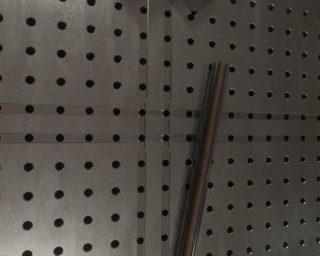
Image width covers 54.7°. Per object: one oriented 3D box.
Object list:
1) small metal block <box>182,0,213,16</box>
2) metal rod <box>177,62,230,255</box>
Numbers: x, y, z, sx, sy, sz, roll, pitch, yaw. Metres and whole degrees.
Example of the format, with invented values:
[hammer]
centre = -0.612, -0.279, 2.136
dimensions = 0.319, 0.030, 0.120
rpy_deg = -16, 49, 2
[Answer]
[small metal block]
centre = 0.054, -0.196, 0.433
dimensions = 0.050, 0.025, 0.050
rpy_deg = -44, 104, -15
[metal rod]
centre = 0.059, 0.055, 0.435
dimensions = 0.025, 0.025, 0.298
rpy_deg = 13, 86, -20
